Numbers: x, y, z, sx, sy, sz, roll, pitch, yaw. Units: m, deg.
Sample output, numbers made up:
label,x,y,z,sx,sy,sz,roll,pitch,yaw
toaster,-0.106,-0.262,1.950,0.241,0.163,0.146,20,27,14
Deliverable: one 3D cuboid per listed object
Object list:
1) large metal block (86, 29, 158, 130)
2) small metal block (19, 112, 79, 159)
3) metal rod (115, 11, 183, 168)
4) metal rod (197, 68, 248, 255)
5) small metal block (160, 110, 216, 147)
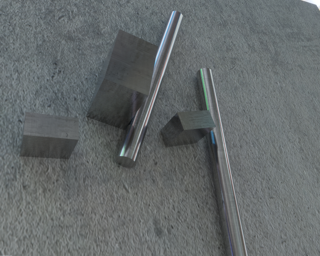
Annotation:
label,x,y,z,sx,sy,sz,roll,pitch,yaw
large metal block,-0.047,-0.057,0.379,0.050,0.080,0.080,20,54,-17
small metal block,-0.115,0.010,0.321,0.050,0.050,0.025,7,59,-25
metal rod,-0.006,-0.076,0.448,0.025,0.025,0.300,26,52,-13
metal rod,0.082,0.041,0.424,0.025,0.025,0.299,10,58,-24
small metal block,0.036,0.001,0.408,0.050,0.050,0.025,-6,65,-31
